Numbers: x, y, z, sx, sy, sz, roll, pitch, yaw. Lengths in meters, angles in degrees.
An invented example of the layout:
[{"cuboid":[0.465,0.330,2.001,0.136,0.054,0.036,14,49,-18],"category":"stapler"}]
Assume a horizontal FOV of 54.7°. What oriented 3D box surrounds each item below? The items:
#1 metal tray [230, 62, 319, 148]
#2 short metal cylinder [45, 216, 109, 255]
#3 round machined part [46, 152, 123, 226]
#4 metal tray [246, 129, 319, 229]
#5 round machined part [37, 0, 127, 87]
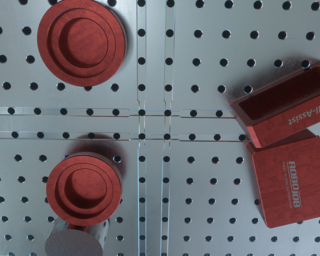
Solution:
[{"cuboid":[0.159,-0.031,0.369,0.130,0.090,0.030,-26,108,8],"category":"metal tray"},{"cuboid":[-0.119,0.159,0.453,0.081,0.050,0.079,0,117,1],"category":"short metal cylinder"},{"cuboid":[-0.100,0.080,0.426,0.099,0.042,0.097,0,98,-1],"category":"round machined part"},{"cuboid":[0.182,0.074,0.441,0.090,0.030,0.129,-15,110,5],"category":"metal tray"},{"cuboid":[-0.088,-0.101,0.366,0.099,0.042,0.097,0,110,-1],"category":"round machined part"}]
